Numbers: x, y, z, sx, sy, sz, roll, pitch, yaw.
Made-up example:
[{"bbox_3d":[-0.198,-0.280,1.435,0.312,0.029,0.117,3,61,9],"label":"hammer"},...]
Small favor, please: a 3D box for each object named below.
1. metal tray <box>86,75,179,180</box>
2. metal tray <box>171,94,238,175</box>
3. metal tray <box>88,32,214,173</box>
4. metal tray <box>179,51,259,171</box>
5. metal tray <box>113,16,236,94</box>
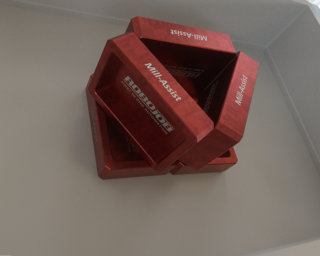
[{"bbox_3d":[-0.037,-0.005,0.385,0.091,0.030,0.130,0,61,-28],"label":"metal tray"},{"bbox_3d":[0.045,-0.004,0.427,0.091,0.030,0.130,1,60,-27],"label":"metal tray"},{"bbox_3d":[-0.016,-0.023,0.329,0.130,0.090,0.030,49,52,6],"label":"metal tray"},{"bbox_3d":[0.070,-0.021,0.373,0.030,0.090,0.130,31,52,-8],"label":"metal tray"},{"bbox_3d":[0.015,-0.082,0.380,0.131,0.090,0.030,2,62,-27],"label":"metal tray"}]
